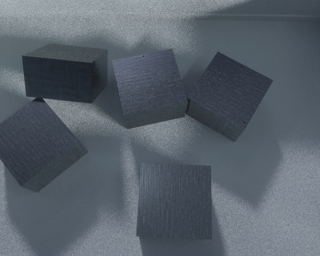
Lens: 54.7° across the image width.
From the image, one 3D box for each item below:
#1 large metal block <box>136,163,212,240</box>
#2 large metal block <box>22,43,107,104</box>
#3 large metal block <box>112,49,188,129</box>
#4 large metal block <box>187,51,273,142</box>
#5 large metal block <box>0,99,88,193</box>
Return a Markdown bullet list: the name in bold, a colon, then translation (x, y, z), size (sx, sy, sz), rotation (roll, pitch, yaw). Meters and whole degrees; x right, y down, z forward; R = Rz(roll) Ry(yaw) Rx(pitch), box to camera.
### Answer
- **large metal block**: translation (0.017, 0.087, 0.365), size (0.081, 0.050, 0.080), rotation (2, 70, 0)
- **large metal block**: translation (-0.117, -0.073, 0.399), size (0.080, 0.050, 0.080), rotation (6, 25, 2)
- **large metal block**: translation (-0.014, -0.052, 0.415), size (0.081, 0.050, 0.080), rotation (-12, 71, -5)
- **large metal block**: translation (0.089, -0.041, 0.412), size (0.080, 0.050, 0.080), rotation (31, 73, 10)
- **large metal block**: translation (-0.152, 0.021, 0.387), size (0.080, 0.050, 0.080), rotation (-40, 75, -14)
